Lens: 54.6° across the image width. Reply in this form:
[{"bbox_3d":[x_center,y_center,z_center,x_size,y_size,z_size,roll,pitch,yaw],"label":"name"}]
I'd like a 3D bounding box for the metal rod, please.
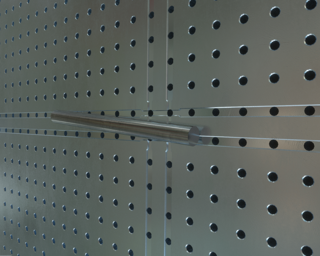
[{"bbox_3d":[-0.074,-0.005,0.471,0.300,0.025,0.025,8,95,39],"label":"metal rod"}]
